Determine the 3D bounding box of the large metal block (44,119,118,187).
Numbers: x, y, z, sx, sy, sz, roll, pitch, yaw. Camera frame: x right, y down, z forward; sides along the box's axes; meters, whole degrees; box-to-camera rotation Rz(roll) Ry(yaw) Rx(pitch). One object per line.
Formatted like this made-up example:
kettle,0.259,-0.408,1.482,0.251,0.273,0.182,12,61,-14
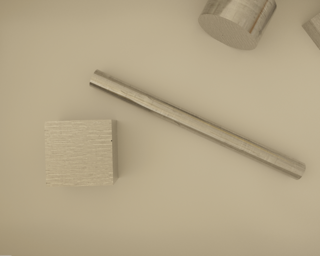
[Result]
large metal block,-0.098,0.030,0.398,0.081,0.050,0.079,-2,90,-1

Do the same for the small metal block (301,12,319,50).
small metal block,0.230,-0.136,0.414,0.050,0.025,0.050,-37,90,0

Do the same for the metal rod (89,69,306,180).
metal rod,0.050,-0.004,0.412,0.301,0.025,0.025,24,90,-1

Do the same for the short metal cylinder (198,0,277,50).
short metal cylinder,0.095,-0.140,0.385,0.080,0.080,0.050,28,90,-1
